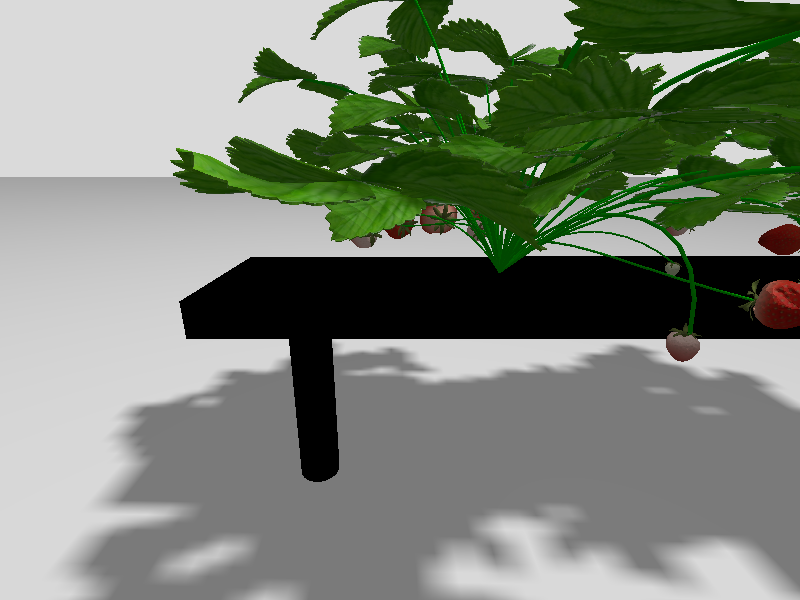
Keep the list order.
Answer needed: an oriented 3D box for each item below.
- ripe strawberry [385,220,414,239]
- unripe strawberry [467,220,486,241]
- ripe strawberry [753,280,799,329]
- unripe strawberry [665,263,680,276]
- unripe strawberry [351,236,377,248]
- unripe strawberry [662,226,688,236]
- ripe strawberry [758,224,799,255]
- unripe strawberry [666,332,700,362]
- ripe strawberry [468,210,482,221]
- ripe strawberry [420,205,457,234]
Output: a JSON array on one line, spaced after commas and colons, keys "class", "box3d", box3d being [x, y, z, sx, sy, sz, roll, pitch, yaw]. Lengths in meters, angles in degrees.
[{"class": "ripe strawberry", "box3d": [-0.005, -0.099, 0.519, 0.043, 0.039, 0.039, -10, 21, -27]}, {"class": "unripe strawberry", "box3d": [0.100, -0.091, 0.517, 0.026, 0.028, 0.028, 1, 18, 3]}, {"class": "ripe strawberry", "box3d": [0.223, 0.004, 0.230, 0.029, 0.029, 0.032, 18, 26, 42]}, {"class": "unripe strawberry", "box3d": [0.238, -0.026, 0.349, 0.010, 0.012, 0.012, -10, 18, 8]}, {"class": "unripe strawberry", "box3d": [-0.046, -0.079, 0.468, 0.038, 0.037, 0.035, 15, 24, 39]}, {"class": "unripe strawberry", "box3d": [0.369, -0.100, 0.536, 0.032, 0.027, 0.032, -16, 12, -39]}, {"class": "ripe strawberry", "box3d": [0.409, -0.065, 0.431, 0.035, 0.034, 0.032, 8, 20, 30]}, {"class": "unripe strawberry", "box3d": [0.134, 0.022, 0.190, 0.013, 0.014, 0.015, -5, 19, -13]}, {"class": "ripe strawberry", "box3d": [0.112, -0.119, 0.598, 0.024, 0.028, 0.027, 2, -30, 5]}, {"class": "ripe strawberry", "box3d": [0.051, -0.114, 0.551, 0.052, 0.045, 0.052, -3, 18, -10]}]
